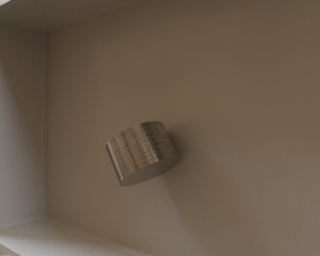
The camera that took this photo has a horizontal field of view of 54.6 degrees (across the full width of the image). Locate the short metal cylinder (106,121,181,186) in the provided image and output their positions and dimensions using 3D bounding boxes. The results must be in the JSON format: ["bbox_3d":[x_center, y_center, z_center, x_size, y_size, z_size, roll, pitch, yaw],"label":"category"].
[{"bbox_3d":[-0.021,0.033,0.390,0.080,0.081,0.050,-38,67,33],"label":"short metal cylinder"}]
